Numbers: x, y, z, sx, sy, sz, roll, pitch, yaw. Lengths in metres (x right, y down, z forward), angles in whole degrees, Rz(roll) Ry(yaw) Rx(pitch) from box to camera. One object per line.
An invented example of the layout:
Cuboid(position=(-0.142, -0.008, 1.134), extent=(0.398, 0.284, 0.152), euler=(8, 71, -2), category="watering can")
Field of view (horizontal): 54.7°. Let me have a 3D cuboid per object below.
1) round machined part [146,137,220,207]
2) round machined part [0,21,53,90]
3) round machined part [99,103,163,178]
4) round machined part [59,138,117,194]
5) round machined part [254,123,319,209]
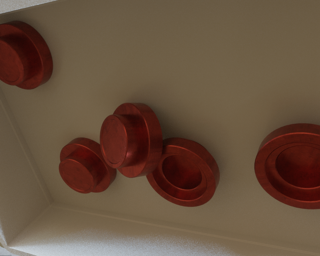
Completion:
Cuboid(position=(0.032, 0.054, 0.414), extent=(0.098, 0.042, 0.097), euler=(13, 124, 21), category="round machined part")
Cuboid(position=(-0.208, -0.100, 0.446), extent=(0.098, 0.042, 0.097), euler=(13, 124, 21), category="round machined part")
Cuboid(position=(-0.043, 0.016, 0.401), extent=(0.098, 0.042, 0.097), euler=(5, 96, 51), category="round machined part")
Cuboid(position=(-0.124, 0.068, 0.505), extent=(0.098, 0.042, 0.097), euler=(13, 124, 21), category="round machined part")
Cuboid(position=(0.157, 0.037, 0.338), extent=(0.098, 0.042, 0.097), euler=(13, 124, 21), category="round machined part")
